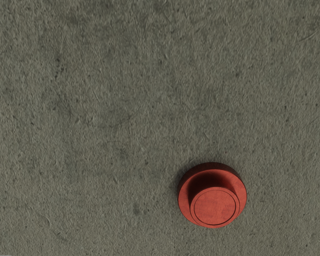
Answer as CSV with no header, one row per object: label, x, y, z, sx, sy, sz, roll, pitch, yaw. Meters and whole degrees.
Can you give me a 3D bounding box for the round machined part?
round machined part,0.074,0.101,0.438,0.099,0.042,0.097,0,110,0
